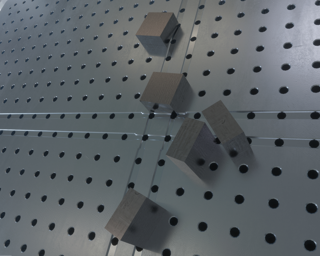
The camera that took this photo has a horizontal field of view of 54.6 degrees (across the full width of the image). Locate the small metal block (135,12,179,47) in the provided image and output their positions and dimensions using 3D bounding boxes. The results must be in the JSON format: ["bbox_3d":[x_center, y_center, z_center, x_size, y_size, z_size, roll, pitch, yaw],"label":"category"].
[{"bbox_3d":[-0.004,-0.163,0.512,0.050,0.025,0.050,15,69,34],"label":"small metal block"}]

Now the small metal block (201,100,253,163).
[{"bbox_3d":[0.076,0.004,0.350,0.025,0.050,0.050,-32,52,8],"label":"small metal block"}]

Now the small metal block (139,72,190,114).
[{"bbox_3d":[0.007,-0.050,0.436,0.050,0.025,0.050,11,67,32],"label":"small metal block"}]

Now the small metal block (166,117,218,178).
[{"bbox_3d":[0.038,0.023,0.359,0.025,0.050,0.050,18,71,35],"label":"small metal block"}]

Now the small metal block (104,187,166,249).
[{"bbox_3d":[-0.026,0.101,0.345,0.025,0.050,0.050,23,74,36],"label":"small metal block"}]
